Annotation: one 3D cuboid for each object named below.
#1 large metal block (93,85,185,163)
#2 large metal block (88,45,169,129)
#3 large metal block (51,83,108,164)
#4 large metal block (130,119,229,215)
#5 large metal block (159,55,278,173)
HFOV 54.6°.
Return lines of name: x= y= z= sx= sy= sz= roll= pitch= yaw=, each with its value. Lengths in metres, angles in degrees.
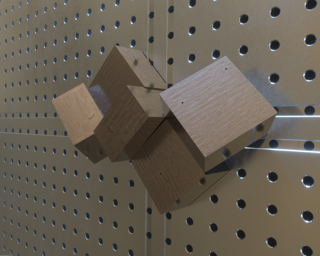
large metal block: x=-0.023 y=-0.005 z=0.393 sx=0.080 sy=0.081 sz=0.050 roll=-50 pitch=62 yaw=28
large metal block: x=-0.045 y=-0.054 z=0.431 sx=0.080 sy=0.050 sz=0.080 roll=-50 pitch=61 yaw=30
large metal block: x=-0.103 y=-0.004 z=0.450 sx=0.050 sy=0.080 sz=0.080 roll=-31 pitch=65 yaw=-6
large metal block: x=0.021 y=0.045 z=0.376 sx=0.080 sy=0.050 sz=0.080 roll=-48 pitch=60 yaw=29
large metal block: x=0.057 y=-0.014 z=0.319 sx=0.080 sy=0.050 sz=0.080 roll=-31 pitch=65 yaw=-7
